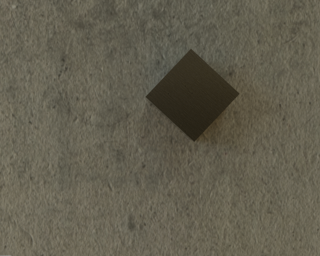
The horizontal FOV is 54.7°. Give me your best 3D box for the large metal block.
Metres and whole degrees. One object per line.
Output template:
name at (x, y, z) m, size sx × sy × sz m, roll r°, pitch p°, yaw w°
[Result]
large metal block at (0.039, -0.040, 0.398) m, size 0.080 × 0.050 × 0.080 m, roll 43°, pitch 90°, yaw -1°
